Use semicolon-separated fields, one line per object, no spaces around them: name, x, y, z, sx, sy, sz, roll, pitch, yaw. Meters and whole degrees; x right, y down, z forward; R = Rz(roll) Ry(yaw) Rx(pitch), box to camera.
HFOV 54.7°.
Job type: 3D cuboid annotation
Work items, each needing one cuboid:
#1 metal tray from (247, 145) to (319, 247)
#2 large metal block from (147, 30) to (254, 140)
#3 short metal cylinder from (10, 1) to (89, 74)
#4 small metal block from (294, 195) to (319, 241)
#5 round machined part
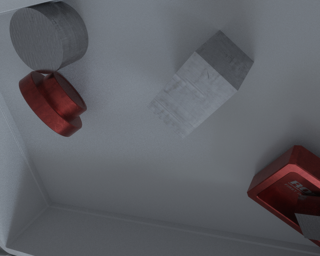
metal tray;0.179;0.086;0.352;0.130;0.030;0.089;35;141;4
large metal block;0.043;-0.046;0.321;0.050;0.080;0.080;43;129;-2
short metal cylinder;-0.139;-0.115;0.393;0.080;0.050;0.079;13;124;20
small metal block;0.184;0.102;0.344;0.050;0.025;0.050;-3;131;40
round machined part;-0.138;-0.039;0.421;0.042;0.098;0.098;-37;100;3
